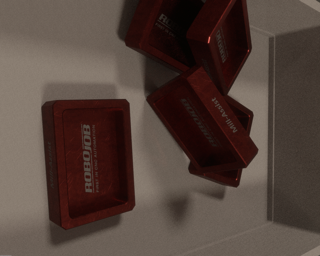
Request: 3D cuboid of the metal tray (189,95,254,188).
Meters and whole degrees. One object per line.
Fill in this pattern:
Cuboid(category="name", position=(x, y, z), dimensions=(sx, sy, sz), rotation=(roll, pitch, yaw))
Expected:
Cuboid(category="metal tray", position=(0.100, 0.020, 0.489), dimensions=(0.090, 0.030, 0.130), rotation=(25, 74, -38))

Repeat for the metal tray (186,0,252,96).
Cuboid(category="metal tray", position=(0.084, -0.112, 0.408), dimensions=(0.090, 0.030, 0.130), rotation=(-60, 151, -12))

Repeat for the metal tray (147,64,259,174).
Cuboid(category="metal tray", position=(0.050, -0.005, 0.388), dimensions=(0.030, 0.090, 0.130), rotation=(-42, 101, -32))

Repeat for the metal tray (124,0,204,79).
Cuboid(category="metal tray", position=(0.025, -0.123, 0.399), dimensions=(0.131, 0.030, 0.090), rotation=(17, 96, -46))

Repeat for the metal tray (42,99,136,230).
Cuboid(category="metal tray", position=(-0.075, 0.034, 0.341), dimensions=(0.091, 0.030, 0.129), rotation=(-5, 94, -40))
